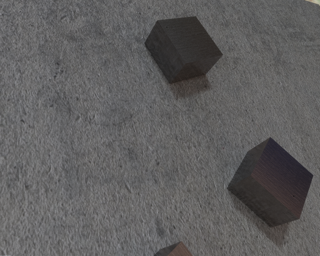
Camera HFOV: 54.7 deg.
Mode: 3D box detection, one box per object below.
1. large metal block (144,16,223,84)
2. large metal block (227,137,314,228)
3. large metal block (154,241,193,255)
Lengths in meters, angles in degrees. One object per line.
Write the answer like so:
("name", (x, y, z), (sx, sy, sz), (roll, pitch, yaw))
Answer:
("large metal block", (0.036, -0.123, 0.482), (0.081, 0.050, 0.080), (-21, 73, -36))
("large metal block", (0.152, 0.074, 0.424), (0.080, 0.050, 0.080), (42, 51, 0))
("large metal block", (0.008, 0.169, 0.289), (0.081, 0.050, 0.080), (-32, 80, -38))
